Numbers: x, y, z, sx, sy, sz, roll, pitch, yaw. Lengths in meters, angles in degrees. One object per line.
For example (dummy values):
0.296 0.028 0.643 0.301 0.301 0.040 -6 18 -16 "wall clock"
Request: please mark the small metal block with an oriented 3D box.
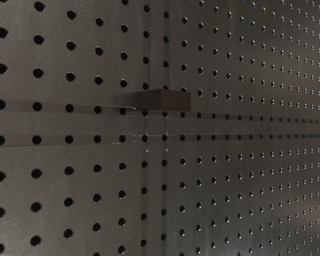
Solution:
0.004 -0.034 0.398 0.050 0.050 0.025 1 89 -40 "small metal block"
